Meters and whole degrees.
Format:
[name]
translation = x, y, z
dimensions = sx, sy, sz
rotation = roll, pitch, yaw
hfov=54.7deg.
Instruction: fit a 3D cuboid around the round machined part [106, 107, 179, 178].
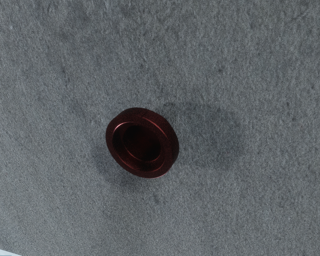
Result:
[round machined part]
translation = -0.020, 0.016, 0.415
dimensions = 0.098, 0.042, 0.097
rotation = 13, 124, 20
